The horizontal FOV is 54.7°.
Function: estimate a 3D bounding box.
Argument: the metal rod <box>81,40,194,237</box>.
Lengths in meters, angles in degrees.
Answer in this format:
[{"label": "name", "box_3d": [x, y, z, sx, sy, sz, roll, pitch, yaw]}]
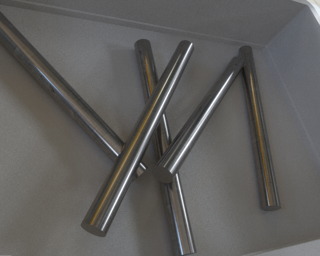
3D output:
[{"label": "metal rod", "box_3d": [-0.011, -0.014, 0.374, 0.025, 0.025, 0.301, 31, 52, -8]}]

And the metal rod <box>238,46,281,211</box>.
[{"label": "metal rod", "box_3d": [0.155, -0.018, 0.499, 0.025, 0.025, 0.300, 15, 56, -20]}]

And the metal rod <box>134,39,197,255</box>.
[{"label": "metal rod", "box_3d": [0.001, 0.006, 0.401, 0.025, 0.025, 0.299, 3, 60, -27]}]

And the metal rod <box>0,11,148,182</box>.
[{"label": "metal rod", "box_3d": [-0.126, -0.053, 0.369, 0.300, 0.025, 0.025, 46, 51, 4]}]

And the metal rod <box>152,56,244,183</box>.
[{"label": "metal rod", "box_3d": [0.070, -0.032, 0.443, 0.025, 0.025, 0.301, 40, 45, -1]}]
